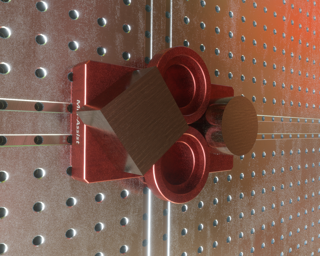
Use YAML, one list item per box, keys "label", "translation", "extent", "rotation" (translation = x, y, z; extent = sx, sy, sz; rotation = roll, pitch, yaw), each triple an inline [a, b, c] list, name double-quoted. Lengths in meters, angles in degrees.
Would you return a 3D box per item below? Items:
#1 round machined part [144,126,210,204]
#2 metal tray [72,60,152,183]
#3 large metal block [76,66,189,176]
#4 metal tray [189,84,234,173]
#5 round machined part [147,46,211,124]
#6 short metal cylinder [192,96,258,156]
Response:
- label: "round machined part"
  translation: [0.017, 0.045, 0.400]
  extent: [0.099, 0.042, 0.097]
  rotation: [0, 90, -40]
- label: "metal tray"
  translation: [-0.053, -0.007, 0.361]
  extent: [0.091, 0.030, 0.129]
  rotation: [1, 90, -41]
- label: "large metal block"
  translation: [-0.026, -0.008, 0.331]
  extent: [0.080, 0.050, 0.080]
  rotation: [-44, 117, -31]
- label: "metal tray"
  translation: [0.070, 0.000, 0.462]
  extent: [0.091, 0.030, 0.129]
  rotation: [1, 90, -40]
- label: "round machined part"
  translation: [0.018, -0.053, 0.401]
  extent: [0.099, 0.042, 0.097]
  rotation: [0, 90, -40]
- label: "short metal cylinder"
  translation: [0.091, -0.003, 0.429]
  extent: [0.081, 0.050, 0.079]
  rotation: [0, 90, -40]
